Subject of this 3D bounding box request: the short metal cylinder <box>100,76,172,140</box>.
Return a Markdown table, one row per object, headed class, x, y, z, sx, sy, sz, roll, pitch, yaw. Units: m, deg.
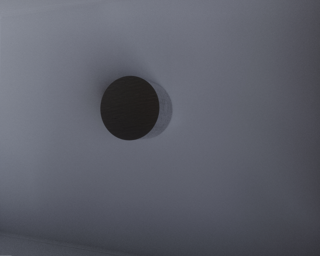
| class | x | y | z | sx | sy | sz | roll | pitch | yaw |
| --- | --- | --- | --- | --- | --- | --- | --- | --- | --- |
| short metal cylinder | -0.030 | -0.025 | 0.406 | 0.080 | 0.050 | 0.080 | 0 | 90 | 20 |
